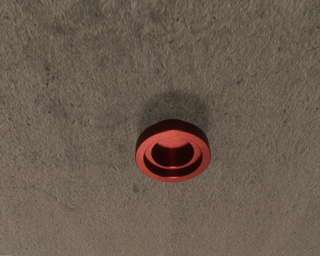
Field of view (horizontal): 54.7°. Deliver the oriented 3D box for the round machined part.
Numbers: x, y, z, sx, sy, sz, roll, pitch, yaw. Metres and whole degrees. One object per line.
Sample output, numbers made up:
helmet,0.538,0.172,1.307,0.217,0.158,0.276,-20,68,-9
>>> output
round machined part,0.017,0.026,0.419,0.099,0.042,0.097,-1,130,0
